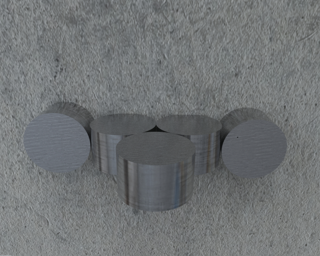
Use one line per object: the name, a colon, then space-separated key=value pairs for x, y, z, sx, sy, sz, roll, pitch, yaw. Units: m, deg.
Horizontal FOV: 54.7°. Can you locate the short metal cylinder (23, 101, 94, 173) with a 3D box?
short metal cylinder: x=-0.125 y=0.011 z=0.400 sx=0.081 sy=0.050 sz=0.079 roll=0 pitch=110 yaw=-1

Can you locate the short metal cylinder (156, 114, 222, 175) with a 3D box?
short metal cylinder: x=0.035 y=0.018 z=0.389 sx=0.081 sy=0.080 sz=0.050 roll=0 pitch=109 yaw=0

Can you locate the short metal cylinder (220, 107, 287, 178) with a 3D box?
short metal cylinder: x=0.116 y=0.018 z=0.405 sx=0.081 sy=0.050 sz=0.079 roll=0 pitch=111 yaw=-1

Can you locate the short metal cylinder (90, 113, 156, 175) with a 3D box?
short metal cylinder: x=-0.045 y=0.017 z=0.388 sx=0.081 sy=0.080 sz=0.050 roll=0 pitch=110 yaw=0

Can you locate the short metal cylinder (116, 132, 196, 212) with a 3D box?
short metal cylinder: x=-0.004 y=0.042 z=0.323 sx=0.081 sy=0.080 sz=0.050 roll=1 pitch=111 yaw=-1
